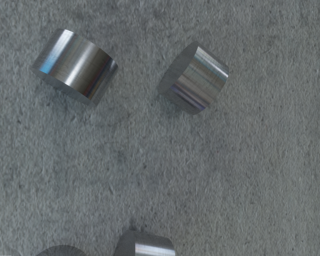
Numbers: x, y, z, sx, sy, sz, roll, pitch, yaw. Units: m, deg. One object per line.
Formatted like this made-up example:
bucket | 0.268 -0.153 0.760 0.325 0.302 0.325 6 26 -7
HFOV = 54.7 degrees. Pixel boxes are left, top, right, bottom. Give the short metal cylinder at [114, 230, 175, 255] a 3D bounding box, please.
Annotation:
short metal cylinder | -0.023 0.168 0.373 0.050 0.080 0.080 19 84 -20

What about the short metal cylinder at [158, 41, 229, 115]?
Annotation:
short metal cylinder | 0.041 -0.063 0.396 0.050 0.080 0.080 34 79 -17

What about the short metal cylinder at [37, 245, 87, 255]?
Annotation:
short metal cylinder | -0.115 0.183 0.354 0.081 0.050 0.079 0 90 -21

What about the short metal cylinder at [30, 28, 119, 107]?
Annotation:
short metal cylinder | -0.094 -0.065 0.346 0.080 0.080 0.050 31 80 -18
